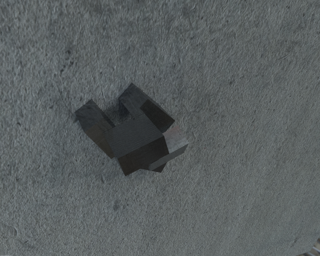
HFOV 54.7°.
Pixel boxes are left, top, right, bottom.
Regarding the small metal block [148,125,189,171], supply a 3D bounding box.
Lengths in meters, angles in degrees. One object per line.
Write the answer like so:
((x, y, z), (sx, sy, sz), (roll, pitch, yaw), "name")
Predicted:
((0.004, 0.026, 0.380), (0.050, 0.025, 0.050), (-28, 166, -11), "small metal block")

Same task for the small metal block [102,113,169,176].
((-0.026, 0.016, 0.324), (0.050, 0.050, 0.025), (-26, 128, -13), "small metal block")

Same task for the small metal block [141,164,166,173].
((-0.012, 0.030, 0.422), (0.050, 0.025, 0.050), (17, 109, -35), "small metal block")

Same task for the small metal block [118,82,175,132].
((-0.016, -0.023, 0.371), (0.025, 0.050, 0.050), (-49, 129, 6), "small metal block")

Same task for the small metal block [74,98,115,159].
((-0.068, 0.001, 0.357), (0.025, 0.050, 0.050), (-39, 130, -3), "small metal block")
